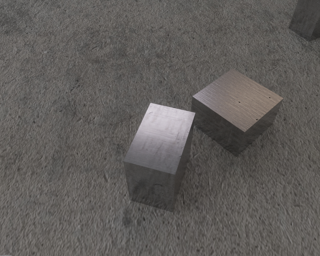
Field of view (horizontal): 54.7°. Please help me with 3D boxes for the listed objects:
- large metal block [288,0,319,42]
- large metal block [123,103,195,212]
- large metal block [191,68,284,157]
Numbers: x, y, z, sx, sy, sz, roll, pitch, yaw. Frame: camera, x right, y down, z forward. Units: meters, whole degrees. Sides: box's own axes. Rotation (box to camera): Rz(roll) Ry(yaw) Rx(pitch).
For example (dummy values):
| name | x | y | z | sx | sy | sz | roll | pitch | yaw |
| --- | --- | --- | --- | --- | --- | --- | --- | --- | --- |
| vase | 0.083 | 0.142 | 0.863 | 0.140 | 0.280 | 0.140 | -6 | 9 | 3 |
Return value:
| name | x | y | z | sx | sy | sz | roll | pitch | yaw |
| --- | --- | --- | --- | --- | --- | --- | --- | --- | --- |
| large metal block | 0.287 | -0.210 | 0.546 | 0.081 | 0.080 | 0.050 | -23 | 54 | -18 |
| large metal block | 0.002 | 0.033 | 0.340 | 0.050 | 0.080 | 0.080 | 13 | 51 | 11 |
| large metal block | 0.098 | -0.023 | 0.406 | 0.080 | 0.050 | 0.080 | -36 | 59 | -26 |
